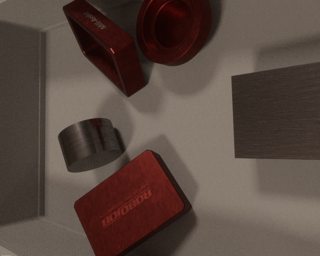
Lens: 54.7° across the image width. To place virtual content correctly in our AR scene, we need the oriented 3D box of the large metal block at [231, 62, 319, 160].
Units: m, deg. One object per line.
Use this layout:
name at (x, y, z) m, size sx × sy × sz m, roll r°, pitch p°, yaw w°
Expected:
large metal block at (0.118, -0.012, 0.293) m, size 0.080 × 0.050 × 0.079 m, roll -3°, pitch 88°, yaw 39°

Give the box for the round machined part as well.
round machined part at (0.021, -0.124, 0.377) m, size 0.098 × 0.042 × 0.097 m, roll 0°, pitch 90°, yaw 39°

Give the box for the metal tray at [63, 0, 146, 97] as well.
metal tray at (-0.077, -0.111, 0.428) m, size 0.030 × 0.090 × 0.130 m, roll -37°, pitch 58°, yaw -15°

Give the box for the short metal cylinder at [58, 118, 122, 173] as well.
short metal cylinder at (-0.102, 0.026, 0.452) m, size 0.080 × 0.081 × 0.050 m, roll -34°, pitch 69°, yaw 34°

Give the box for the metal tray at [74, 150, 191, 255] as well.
metal tray at (-0.038, 0.101, 0.400) m, size 0.130 × 0.030 × 0.090 m, roll -36°, pitch 65°, yaw 7°
